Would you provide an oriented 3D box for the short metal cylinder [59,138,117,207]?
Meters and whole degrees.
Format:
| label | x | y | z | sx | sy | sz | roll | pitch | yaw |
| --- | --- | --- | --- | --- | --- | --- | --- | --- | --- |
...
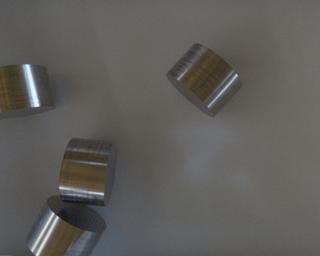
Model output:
| label | x | y | z | sx | sy | sz | roll | pitch | yaw |
| --- | --- | --- | --- | --- | --- | --- | --- | --- | --- |
| short metal cylinder | -0.086 | 0.054 | 0.383 | 0.050 | 0.080 | 0.080 | 6 | 90 | 0 |

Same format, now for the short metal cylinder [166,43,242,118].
| label | x | y | z | sx | sy | sz | roll | pitch | yaw |
| --- | --- | --- | --- | --- | --- | --- | --- | --- | --- |
| short metal cylinder | 0.054 | -0.058 | 0.384 | 0.080 | 0.080 | 0.050 | 42 | 90 | 0 |

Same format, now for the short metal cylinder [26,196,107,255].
| label | x | y | z | sx | sy | sz | roll | pitch | yaw |
| --- | --- | --- | --- | --- | --- | --- | --- | --- | --- |
| short metal cylinder | -0.114 | 0.127 | 0.383 | 0.080 | 0.080 | 0.050 | 30 | 90 | 0 |

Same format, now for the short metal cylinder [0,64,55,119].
| label | x | y | z | sx | sy | sz | roll | pitch | yaw |
| --- | --- | --- | --- | --- | --- | --- | --- | --- | --- |
| short metal cylinder | -0.176 | -0.043 | 0.382 | 0.080 | 0.080 | 0.050 | -12 | 90 | 0 |
